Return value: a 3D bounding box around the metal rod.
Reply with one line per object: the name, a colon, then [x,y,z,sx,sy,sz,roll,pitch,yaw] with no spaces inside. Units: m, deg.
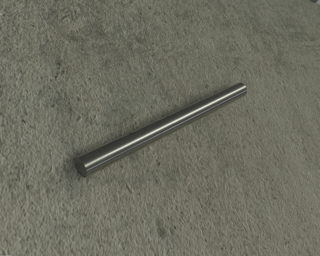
metal rod: [0.024,-0.011,0.422,0.302,0.025,0.025,-26,76,-37]
